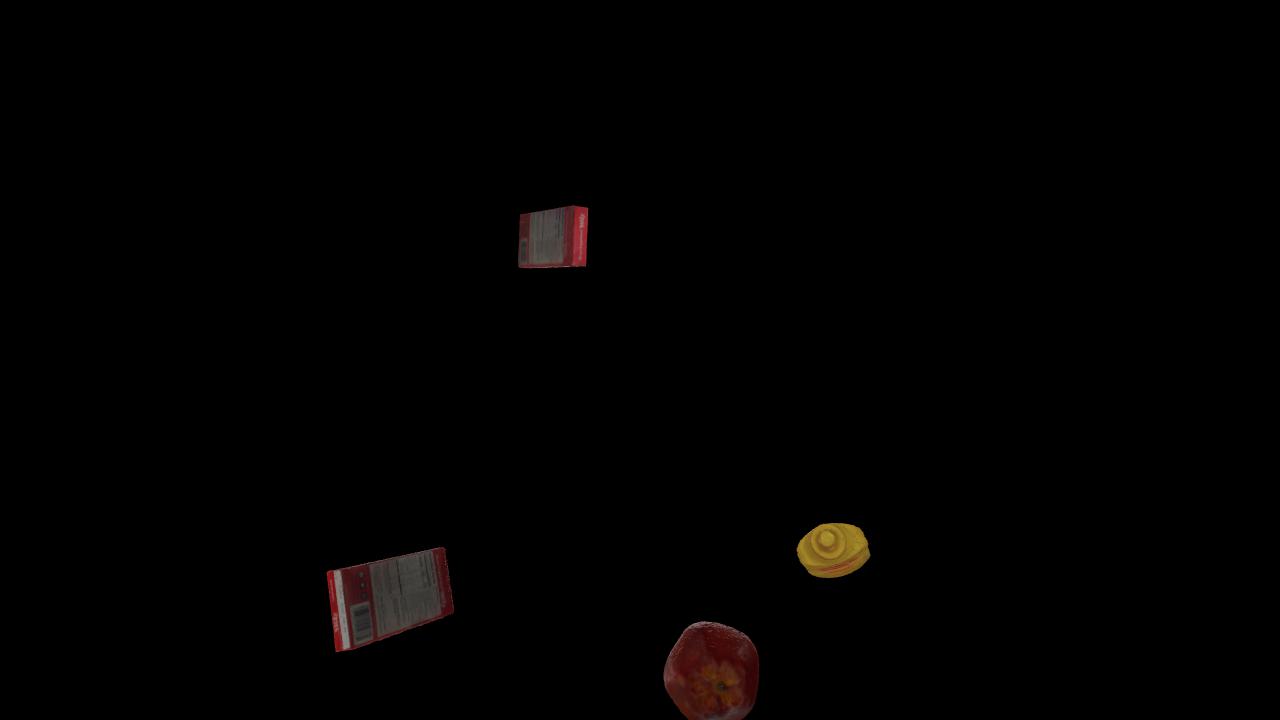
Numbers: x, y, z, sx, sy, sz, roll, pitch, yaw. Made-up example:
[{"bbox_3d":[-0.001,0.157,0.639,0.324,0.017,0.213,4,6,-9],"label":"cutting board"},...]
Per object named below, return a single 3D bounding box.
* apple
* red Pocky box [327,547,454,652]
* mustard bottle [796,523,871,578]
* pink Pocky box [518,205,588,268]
[{"bbox_3d":[0.059,0.250,0.491,0.079,0.079,0.093,0,-21,1],"label":"apple"},{"bbox_3d":[-0.279,0.267,0.700,0.028,0.083,0.155,-20,-15,21],"label":"red Pocky box"},{"bbox_3d":[0.251,0.247,0.805,0.092,0.054,0.184,-16,-29,14],"label":"mustard bottle"},{"bbox_3d":[-0.131,-0.179,0.913,0.029,0.084,0.155,-2,6,-40],"label":"pink Pocky box"}]
